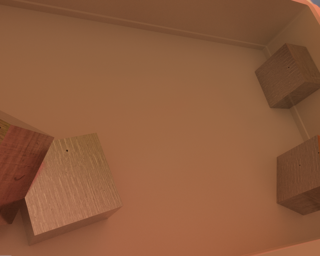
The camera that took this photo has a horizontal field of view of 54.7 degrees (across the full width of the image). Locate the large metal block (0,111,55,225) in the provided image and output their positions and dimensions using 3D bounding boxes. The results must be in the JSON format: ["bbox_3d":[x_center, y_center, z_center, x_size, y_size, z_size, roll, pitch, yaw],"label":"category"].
[{"bbox_3d":[-0.149,0.024,0.252,0.080,0.050,0.080,23,85,21],"label":"large metal block"}]

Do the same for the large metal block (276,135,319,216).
[{"bbox_3d":[0.216,0.069,0.444,0.050,0.080,0.080,26,53,-13],"label":"large metal block"}]

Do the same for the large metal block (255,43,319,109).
[{"bbox_3d":[0.225,-0.089,0.545,0.050,0.080,0.080,1,62,-28],"label":"large metal block"}]

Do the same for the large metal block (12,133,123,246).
[{"bbox_3d":[-0.094,0.057,0.304,0.081,0.050,0.080,-11,68,-33],"label":"large metal block"}]
